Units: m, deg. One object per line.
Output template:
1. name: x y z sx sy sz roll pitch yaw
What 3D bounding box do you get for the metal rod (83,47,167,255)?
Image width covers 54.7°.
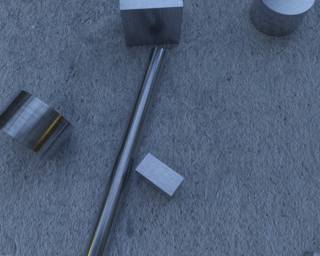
1. metal rod: -0.040 0.026 0.398 0.025 0.025 0.299 14 70 5

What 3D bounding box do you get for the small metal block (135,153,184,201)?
1. small metal block: 0.000 0.060 0.373 0.050 0.050 0.025 35 74 11

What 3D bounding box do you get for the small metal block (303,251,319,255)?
1. small metal block: 0.186 0.173 0.346 0.050 0.025 0.050 22 71 7

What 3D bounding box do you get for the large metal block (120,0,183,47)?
1. large metal block: -0.012 -0.162 0.438 0.081 0.080 0.050 -4 70 -2

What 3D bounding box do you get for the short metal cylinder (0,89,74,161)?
1. short metal cylinder: -0.154 -0.002 0.379 0.080 0.080 0.050 30 73 10

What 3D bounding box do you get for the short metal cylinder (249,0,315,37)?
1. short metal cylinder: 0.181 -0.185 0.464 0.081 0.050 0.080 0 70 0
